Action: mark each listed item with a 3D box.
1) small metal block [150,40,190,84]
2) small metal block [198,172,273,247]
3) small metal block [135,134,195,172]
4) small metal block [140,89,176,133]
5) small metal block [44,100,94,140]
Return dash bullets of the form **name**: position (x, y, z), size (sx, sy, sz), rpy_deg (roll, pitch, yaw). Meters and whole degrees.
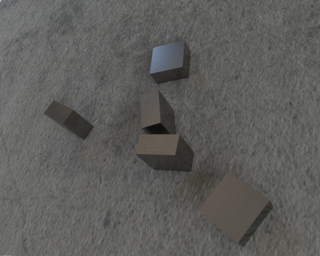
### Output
- **small metal block**: position (0.016, -0.096, 0.453), size (0.050, 0.025, 0.050), rpy_deg (-8, 58, 23)
- **small metal block**: position (0.076, 0.082, 0.313), size (0.050, 0.025, 0.050), rpy_deg (34, 80, 38)
- **small metal block**: position (0.007, 0.030, 0.365), size (0.050, 0.050, 0.025), rpy_deg (-1, 62, 27)
- **small metal block**: position (-0.002, -0.012, 0.395), size (0.025, 0.050, 0.050), rpy_deg (-16, 55, 19)
- **small metal block**: position (-0.136, -0.012, 0.464), size (0.050, 0.050, 0.025), rpy_deg (23, 75, 36)
